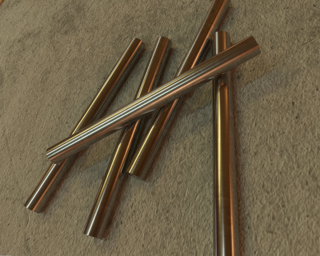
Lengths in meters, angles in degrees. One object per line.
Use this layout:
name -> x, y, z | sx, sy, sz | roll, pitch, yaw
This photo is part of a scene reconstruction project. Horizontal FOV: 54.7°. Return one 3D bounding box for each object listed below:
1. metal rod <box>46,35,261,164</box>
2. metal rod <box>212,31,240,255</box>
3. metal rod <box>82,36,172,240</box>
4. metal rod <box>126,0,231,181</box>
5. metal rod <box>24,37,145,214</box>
metal rod -> -0.016, -0.031, 0.397 | 0.300, 0.025, 0.025 | -28, 52, 10
metal rod -> 0.074, 0.002, 0.363 | 0.025, 0.025, 0.299 | -9, 58, 23
metal rod -> -0.037, -0.003, 0.424 | 0.025, 0.025, 0.300 | 4, 64, 30
metal rod -> 0.033, -0.068, 0.428 | 0.025, 0.025, 0.300 | 14, 69, 34
metal rod -> -0.106, -0.014, 0.468 | 0.025, 0.025, 0.300 | 18, 71, 35
